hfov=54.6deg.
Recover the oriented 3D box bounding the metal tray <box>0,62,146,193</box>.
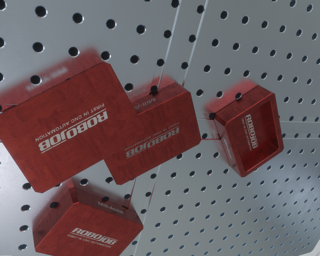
[{"bbox_3d":[-0.093,-0.002,0.332,0.131,0.030,0.090,-29,104,-9],"label":"metal tray"}]

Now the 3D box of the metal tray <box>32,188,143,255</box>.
[{"bbox_3d":[-0.099,0.147,0.444,0.090,0.030,0.130,-50,129,7],"label":"metal tray"}]

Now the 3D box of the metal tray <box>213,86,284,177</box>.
[{"bbox_3d":[0.144,0.009,0.491,0.090,0.030,0.130,-33,129,-7],"label":"metal tray"}]

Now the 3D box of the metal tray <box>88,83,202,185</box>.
[{"bbox_3d":[-0.015,0.008,0.404,0.131,0.030,0.090,-27,128,-12],"label":"metal tray"}]
